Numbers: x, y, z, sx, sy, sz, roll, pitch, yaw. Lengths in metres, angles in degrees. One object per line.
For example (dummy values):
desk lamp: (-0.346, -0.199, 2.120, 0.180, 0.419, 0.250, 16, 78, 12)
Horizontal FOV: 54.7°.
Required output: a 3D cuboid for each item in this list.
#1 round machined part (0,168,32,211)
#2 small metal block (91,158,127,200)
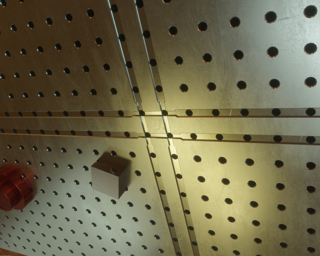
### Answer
round machined part: (-0.322, 0.135, 0.650, 0.098, 0.042, 0.097, 13, 124, 20)
small metal block: (-0.083, 0.082, 0.504, 0.050, 0.025, 0.050, 17, 125, 17)
